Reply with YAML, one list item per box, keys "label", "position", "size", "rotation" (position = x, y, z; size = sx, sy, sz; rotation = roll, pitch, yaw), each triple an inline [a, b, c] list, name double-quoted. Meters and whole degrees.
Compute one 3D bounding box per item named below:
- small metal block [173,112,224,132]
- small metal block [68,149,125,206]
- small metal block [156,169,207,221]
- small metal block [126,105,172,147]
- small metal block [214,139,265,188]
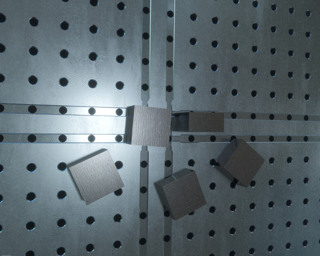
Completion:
- label: "small metal block"
  position: [0.051, -0.007, 0.418]
  size: [0.050, 0.050, 0.025]
  rotation: [1, 90, -20]
- label: "small metal block"
  position: [-0.079, 0.059, 0.383]
  size: [0.050, 0.025, 0.050]
  rotation: [-25, 98, -18]
- label: "small metal block"
  position: [0.029, 0.090, 0.423]
  size: [0.050, 0.025, 0.050]
  rotation: [-23, 98, -19]
- label: "small metal block"
  position: [-0.014, -0.002, 0.407]
  size: [0.050, 0.025, 0.050]
  rotation: [5, 88, -20]
- label: "small metal block"
  position: [0.118, 0.051, 0.456]
  size: [0.050, 0.025, 0.050]
  rotation: [41, 77, -16]
